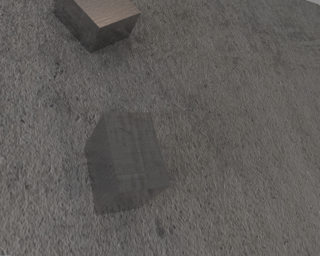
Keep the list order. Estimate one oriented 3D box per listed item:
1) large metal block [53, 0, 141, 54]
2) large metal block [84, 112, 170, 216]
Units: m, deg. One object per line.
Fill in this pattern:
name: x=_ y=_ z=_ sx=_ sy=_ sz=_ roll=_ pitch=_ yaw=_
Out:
large metal block: x=-0.089 y=-0.164 z=0.440 sx=0.080 sy=0.050 sz=0.080 roll=48 pitch=51 yaw=5
large metal block: x=-0.039 y=0.038 z=0.324 sx=0.050 sy=0.080 sz=0.080 roll=-2 pitch=63 yaw=-29
